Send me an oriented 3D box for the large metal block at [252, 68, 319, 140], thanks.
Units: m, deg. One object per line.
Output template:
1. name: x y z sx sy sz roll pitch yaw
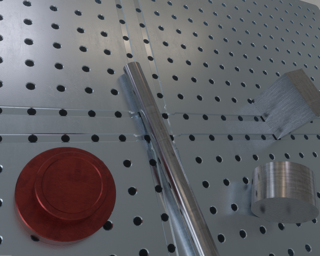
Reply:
1. large metal block: 0.215 -0.039 0.513 0.050 0.080 0.080 -18 71 -35

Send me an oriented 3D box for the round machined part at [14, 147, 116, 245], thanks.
1. round machined part: -0.091 0.063 0.310 0.099 0.042 0.098 14 56 -21

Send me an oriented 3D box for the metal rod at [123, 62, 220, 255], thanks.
1. metal rod: 0.013 0.044 0.388 0.025 0.025 0.299 -9 66 -32

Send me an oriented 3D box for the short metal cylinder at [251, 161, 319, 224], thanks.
1. short metal cylinder: 0.162 0.086 0.408 0.080 0.080 0.050 24 53 -14
